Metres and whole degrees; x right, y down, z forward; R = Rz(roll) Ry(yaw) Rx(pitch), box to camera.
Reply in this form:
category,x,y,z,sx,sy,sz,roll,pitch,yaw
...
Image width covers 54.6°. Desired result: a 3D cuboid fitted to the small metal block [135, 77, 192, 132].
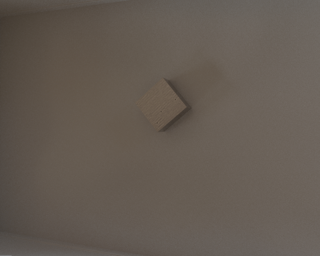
category,x,y,z,sx,sy,sz,roll,pitch,yaw
small metal block,0.005,-0.030,0.409,0.050,0.025,0.050,-41,77,15
